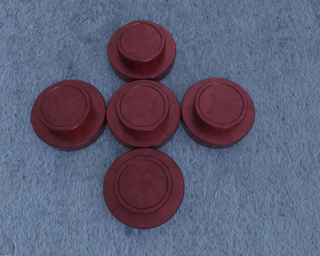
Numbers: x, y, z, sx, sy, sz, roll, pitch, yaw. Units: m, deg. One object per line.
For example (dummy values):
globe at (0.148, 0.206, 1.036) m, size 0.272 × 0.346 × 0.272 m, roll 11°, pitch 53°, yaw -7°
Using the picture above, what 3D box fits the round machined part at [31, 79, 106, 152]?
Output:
round machined part at (-0.120, -0.021, 0.407) m, size 0.099 × 0.042 × 0.098 m, roll 0°, pitch 70°, yaw -1°

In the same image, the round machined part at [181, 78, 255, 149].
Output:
round machined part at (0.077, -0.024, 0.410) m, size 0.099 × 0.042 × 0.098 m, roll 0°, pitch 70°, yaw -1°

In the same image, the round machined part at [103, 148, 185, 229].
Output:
round machined part at (-0.019, 0.071, 0.374) m, size 0.099 × 0.042 × 0.098 m, roll 0°, pitch 70°, yaw -1°

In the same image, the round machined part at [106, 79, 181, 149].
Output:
round machined part at (-0.022, -0.021, 0.408) m, size 0.099 × 0.042 × 0.098 m, roll 0°, pitch 70°, yaw -1°

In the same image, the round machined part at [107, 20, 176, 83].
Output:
round machined part at (-0.026, -0.113, 0.442) m, size 0.099 × 0.042 × 0.098 m, roll 0°, pitch 70°, yaw -1°
